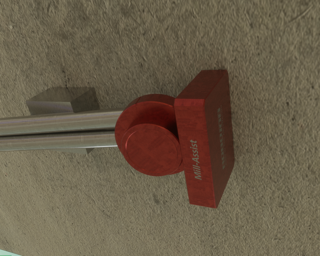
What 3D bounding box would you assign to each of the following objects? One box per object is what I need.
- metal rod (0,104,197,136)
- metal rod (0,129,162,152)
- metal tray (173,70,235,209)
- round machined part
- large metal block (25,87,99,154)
[{"bbox_3d":[-0.091,-0.010,0.390,0.301,0.025,0.025,-4,117,15],"label":"metal rod"},{"bbox_3d":[-0.087,0.014,0.403,0.301,0.025,0.025,-3,118,15],"label":"metal rod"},{"bbox_3d":[0.054,0.011,0.343,0.030,0.090,0.129,4,120,26],"label":"metal tray"},{"bbox_3d":[-0.004,0.015,0.344,0.098,0.042,0.097,7,122,11],"label":"round machined part"},{"bbox_3d":[-0.133,-0.012,0.448,0.080,0.050,0.079,3,120,26],"label":"large metal block"}]
